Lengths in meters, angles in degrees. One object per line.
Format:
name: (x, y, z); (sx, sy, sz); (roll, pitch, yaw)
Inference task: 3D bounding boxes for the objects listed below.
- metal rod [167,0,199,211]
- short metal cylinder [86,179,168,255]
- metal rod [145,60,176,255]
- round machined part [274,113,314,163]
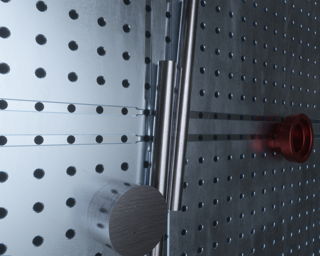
metal rod: (0.031, -0.038, 0.434); (0.025, 0.025, 0.298); (9, 84, -40)
short metal cylinder: (-0.038, 0.103, 0.361); (0.081, 0.050, 0.080); (0, 90, -40)
metal rod: (-0.001, 0.061, 0.407); (0.025, 0.025, 0.298); (7, 86, -40)
round machined part: (0.264, 0.020, 0.619); (0.099, 0.042, 0.097); (0, 90, -40)
